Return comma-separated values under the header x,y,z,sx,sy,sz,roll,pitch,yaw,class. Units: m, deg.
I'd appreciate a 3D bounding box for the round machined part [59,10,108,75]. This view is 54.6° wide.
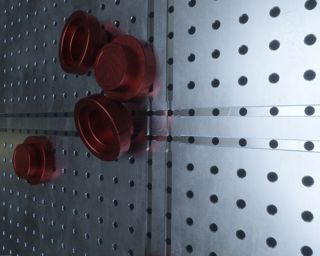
x,y,z,sx,sy,sz,roll,pitch,yaw,class
-0.119,-0.131,0.492,0.098,0.042,0.098,-7,80,47,round machined part

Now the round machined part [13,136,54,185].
x,y,z,sx,sy,sz,roll,pitch,yaw,class
-0.253,0.064,0.610,0.098,0.042,0.097,0,90,40,round machined part

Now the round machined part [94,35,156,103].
x,y,z,sx,sy,sz,roll,pitch,yaw,class
-0.057,-0.085,0.447,0.098,0.042,0.097,0,90,40,round machined part

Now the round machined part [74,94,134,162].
x,y,z,sx,sy,sz,roll,pitch,yaw,class
-0.077,-0.004,0.448,0.098,0.042,0.097,23,127,34,round machined part
